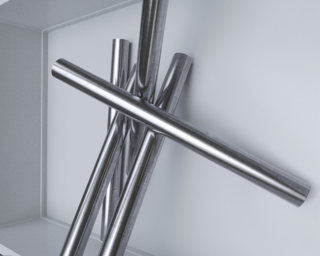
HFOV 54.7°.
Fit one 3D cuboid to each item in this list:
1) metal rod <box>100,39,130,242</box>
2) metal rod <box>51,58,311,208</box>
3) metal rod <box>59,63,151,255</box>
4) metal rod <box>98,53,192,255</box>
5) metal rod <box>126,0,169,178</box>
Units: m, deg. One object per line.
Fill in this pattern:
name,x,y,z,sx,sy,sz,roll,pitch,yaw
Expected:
metal rod,-0.068,0.021,0.462,0.025,0.025,0.298,7,94,40
metal rod,0.009,-0.003,0.332,0.301,0.025,0.025,28,109,14
metal rod,-0.070,0.052,0.385,0.025,0.025,0.299,4,67,40
metal rod,-0.021,0.049,0.346,0.025,0.025,0.299,7,70,40
metal rod,-0.016,-0.055,0.349,0.025,0.025,0.298,39,136,33
